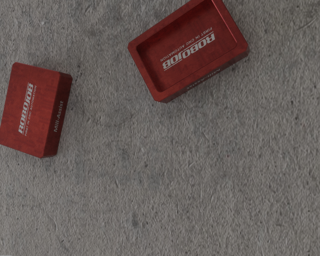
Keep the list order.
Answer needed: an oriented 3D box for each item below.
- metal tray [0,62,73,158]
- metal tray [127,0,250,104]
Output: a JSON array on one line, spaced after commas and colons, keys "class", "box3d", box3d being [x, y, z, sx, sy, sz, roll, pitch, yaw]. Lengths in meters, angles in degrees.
[{"class": "metal tray", "box3d": [-0.192, -0.028, 0.474, 0.090, 0.030, 0.129, 15, 95, 19]}, {"class": "metal tray", "box3d": [0.034, -0.101, 0.394, 0.130, 0.030, 0.090, -30, 81, 17]}]
